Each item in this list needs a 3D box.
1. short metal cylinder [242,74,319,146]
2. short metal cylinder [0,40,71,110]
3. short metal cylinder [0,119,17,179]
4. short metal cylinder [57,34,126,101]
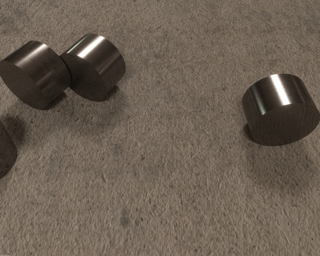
[{"bbox_3d":[0.149,-0.021,0.387,0.081,0.080,0.050,-3,50,-3],"label":"short metal cylinder"},{"bbox_3d":[-0.171,-0.072,0.426,0.080,0.080,0.050,24,54,18],"label":"short metal cylinder"},{"bbox_3d":[-0.219,0.024,0.364,0.081,0.050,0.080,0,50,0],"label":"short metal cylinder"},{"bbox_3d":[-0.096,-0.085,0.437,0.080,0.080,0.050,22,53,17],"label":"short metal cylinder"}]
